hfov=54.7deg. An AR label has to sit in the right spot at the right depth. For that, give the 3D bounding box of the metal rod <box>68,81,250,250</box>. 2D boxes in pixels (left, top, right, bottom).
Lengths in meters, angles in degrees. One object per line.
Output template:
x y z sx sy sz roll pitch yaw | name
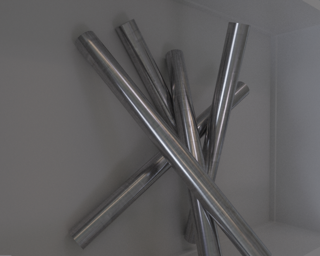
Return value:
0.015 0.032 0.392 0.301 0.025 0.025 -40 115 -24 | metal rod

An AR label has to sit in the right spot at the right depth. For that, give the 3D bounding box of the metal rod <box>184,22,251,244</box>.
0.069 0.020 0.402 0.025 0.025 0.298 -7 114 -40 | metal rod

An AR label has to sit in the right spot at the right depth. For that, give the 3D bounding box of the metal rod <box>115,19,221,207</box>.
0.023 -0.002 0.425 0.025 0.025 0.299 -42 116 -32 | metal rod

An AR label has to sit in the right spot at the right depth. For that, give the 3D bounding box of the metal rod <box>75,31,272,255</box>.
0.011 0.019 0.328 0.025 0.025 0.300 -36 85 -34 | metal rod

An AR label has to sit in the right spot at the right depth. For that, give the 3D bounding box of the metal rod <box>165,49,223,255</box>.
0.039 0.036 0.365 0.025 0.025 0.299 12 60 -39 | metal rod
